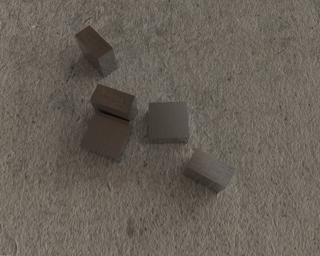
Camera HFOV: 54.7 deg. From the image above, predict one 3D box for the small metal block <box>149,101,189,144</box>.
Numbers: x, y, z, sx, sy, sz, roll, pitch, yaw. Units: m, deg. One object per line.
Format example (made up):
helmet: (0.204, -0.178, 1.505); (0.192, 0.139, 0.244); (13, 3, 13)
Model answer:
small metal block: (0.011, -0.007, 0.410); (0.050, 0.025, 0.050); (-2, 70, -1)

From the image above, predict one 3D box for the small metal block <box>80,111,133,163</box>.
small metal block: (-0.068, 0.012, 0.403); (0.050, 0.025, 0.050); (18, 71, 6)

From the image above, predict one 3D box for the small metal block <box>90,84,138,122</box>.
small metal block: (-0.058, -0.028, 0.405); (0.050, 0.050, 0.025); (19, 71, 7)

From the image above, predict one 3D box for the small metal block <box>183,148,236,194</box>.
small metal block: (0.058, 0.053, 0.376); (0.050, 0.050, 0.025); (28, 73, 9)

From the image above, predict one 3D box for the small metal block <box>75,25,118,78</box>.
small metal block: (-0.088, -0.106, 0.433); (0.025, 0.050, 0.050); (-40, 75, -13)
